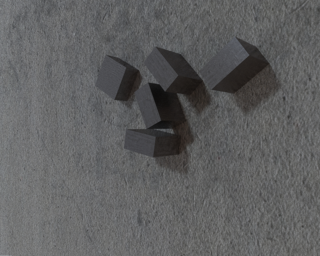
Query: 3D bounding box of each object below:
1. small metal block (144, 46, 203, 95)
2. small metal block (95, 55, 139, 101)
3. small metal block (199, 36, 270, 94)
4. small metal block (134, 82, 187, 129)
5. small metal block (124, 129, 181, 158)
[{"bbox_3d":[0.016,-0.068,0.375,0.025,0.050,0.050,-49,61,29],"label":"small metal block"},{"bbox_3d":[-0.064,-0.074,0.458,0.050,0.025,0.050,36,112,34],"label":"small metal block"},{"bbox_3d":[0.078,-0.063,0.324,0.050,0.050,0.025,-43,64,31],"label":"small metal block"},{"bbox_3d":[0.001,-0.027,0.388,0.025,0.050,0.050,-30,72,36],"label":"small metal block"},{"bbox_3d":[-0.009,0.018,0.396,0.050,0.050,0.025,13,98,39],"label":"small metal block"}]
